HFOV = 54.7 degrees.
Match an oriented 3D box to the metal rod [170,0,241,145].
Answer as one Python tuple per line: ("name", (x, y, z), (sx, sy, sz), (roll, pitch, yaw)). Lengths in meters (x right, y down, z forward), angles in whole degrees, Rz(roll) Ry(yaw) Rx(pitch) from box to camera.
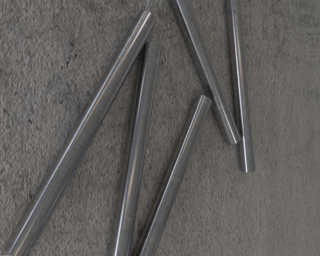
("metal rod", (0.060, -0.107, 0.453), (0.025, 0.025, 0.299), (-39, 114, -33))

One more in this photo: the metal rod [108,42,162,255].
("metal rod", (-0.032, 0.042, 0.377), (0.025, 0.025, 0.299), (14, 81, -39))

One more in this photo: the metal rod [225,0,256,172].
("metal rod", (0.134, -0.075, 0.516), (0.025, 0.025, 0.298), (-11, 97, -39))

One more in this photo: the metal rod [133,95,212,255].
("metal rod", (0.010, 0.089, 0.412), (0.025, 0.025, 0.300), (36, 68, -35))

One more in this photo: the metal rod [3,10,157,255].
("metal rod", (-0.075, -0.010, 0.341), (0.025, 0.025, 0.300), (38, 67, -34))
